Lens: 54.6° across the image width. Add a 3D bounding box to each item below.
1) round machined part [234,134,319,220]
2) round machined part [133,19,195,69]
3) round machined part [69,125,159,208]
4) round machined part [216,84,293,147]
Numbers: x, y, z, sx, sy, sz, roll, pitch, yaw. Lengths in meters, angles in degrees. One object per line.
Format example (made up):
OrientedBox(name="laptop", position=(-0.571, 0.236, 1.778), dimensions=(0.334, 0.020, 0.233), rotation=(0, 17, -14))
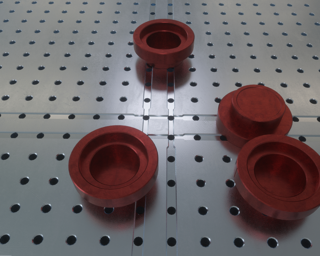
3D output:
OrientedBox(name="round machined part", position=(0.132, 0.058, 0.349), dimensions=(0.099, 0.042, 0.098), rotation=(0, 50, 0))
OrientedBox(name="round machined part", position=(0.006, -0.135, 0.510), dimensions=(0.099, 0.042, 0.098), rotation=(0, 50, 0))
OrientedBox(name="round machined part", position=(-0.051, 0.047, 0.357), dimensions=(0.099, 0.042, 0.098), rotation=(0, 50, 0))
OrientedBox(name="round machined part", position=(0.127, -0.021, 0.415), dimensions=(0.099, 0.042, 0.098), rotation=(0, 50, 0))
